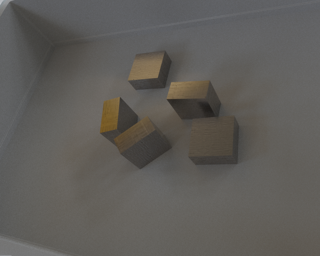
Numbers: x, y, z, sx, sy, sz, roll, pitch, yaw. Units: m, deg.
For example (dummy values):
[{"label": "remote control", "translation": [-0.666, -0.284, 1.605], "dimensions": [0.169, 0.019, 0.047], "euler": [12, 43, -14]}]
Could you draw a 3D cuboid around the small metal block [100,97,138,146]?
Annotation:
[{"label": "small metal block", "translation": [-0.054, -0.006, 0.420], "dimensions": [0.025, 0.050, 0.050], "euler": [-13, 57, 21]}]

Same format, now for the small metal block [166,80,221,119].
[{"label": "small metal block", "translation": [0.043, -0.034, 0.387], "dimensions": [0.050, 0.050, 0.025], "euler": [2, 63, 28]}]

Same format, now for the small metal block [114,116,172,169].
[{"label": "small metal block", "translation": [-0.020, 0.019, 0.387], "dimensions": [0.050, 0.050, 0.025], "euler": [-35, 52, 5]}]

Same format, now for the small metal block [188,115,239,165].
[{"label": "small metal block", "translation": [0.064, 0.015, 0.362], "dimensions": [0.050, 0.025, 0.050], "euler": [-4, 60, 25]}]

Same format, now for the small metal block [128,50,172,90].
[{"label": "small metal block", "translation": [-0.015, -0.086, 0.465], "dimensions": [0.050, 0.025, 0.050], "euler": [0, 61, 27]}]
